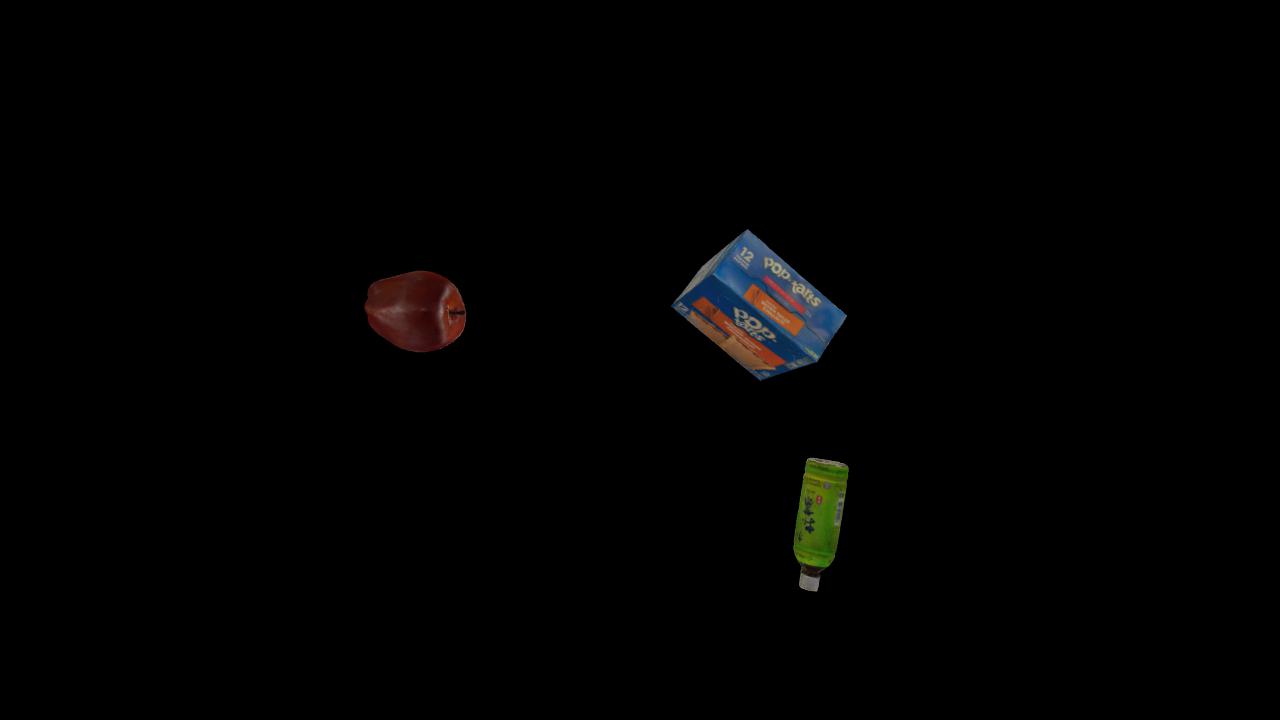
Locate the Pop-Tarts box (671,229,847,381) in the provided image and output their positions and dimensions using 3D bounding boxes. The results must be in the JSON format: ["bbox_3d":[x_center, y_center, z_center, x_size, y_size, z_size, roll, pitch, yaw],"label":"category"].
[{"bbox_3d":[0.148,-0.063,0.795,0.167,0.083,0.141,39,-20,-8],"label":"Pop-Tarts box"}]

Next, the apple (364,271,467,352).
[{"bbox_3d":[-0.213,-0.046,0.591,0.093,0.079,0.079,5,1,7],"label":"apple"}]

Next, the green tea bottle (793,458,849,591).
[{"bbox_3d":[0.294,0.271,1.012,0.073,0.212,0.073,8,-3,0],"label":"green tea bottle"}]
